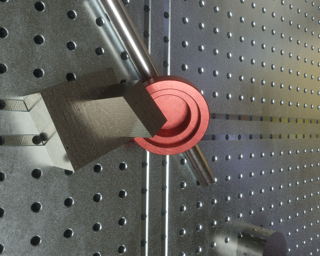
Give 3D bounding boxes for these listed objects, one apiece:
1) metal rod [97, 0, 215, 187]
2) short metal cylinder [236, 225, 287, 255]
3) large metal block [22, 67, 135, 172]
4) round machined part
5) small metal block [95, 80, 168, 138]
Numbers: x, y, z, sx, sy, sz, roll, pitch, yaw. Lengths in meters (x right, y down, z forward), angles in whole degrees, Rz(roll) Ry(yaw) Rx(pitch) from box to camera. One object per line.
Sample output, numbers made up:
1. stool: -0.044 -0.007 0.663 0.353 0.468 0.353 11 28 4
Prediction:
1. metal rod: 0.004 -0.039 0.414 0.025 0.025 0.299 -45 117 -31
2. short metal cylinder: 0.181 0.218 0.548 0.081 0.050 0.079 0 90 -40
3. large metal block: -0.081 -0.011 0.326 0.081 0.050 0.080 -30 109 -36
4. round machined part: 0.009 -0.019 0.386 0.099 0.042 0.097 -2 114 -3
5. small metal block: -0.029 -0.017 0.305 0.025 0.050 0.050 -50 120 -29
